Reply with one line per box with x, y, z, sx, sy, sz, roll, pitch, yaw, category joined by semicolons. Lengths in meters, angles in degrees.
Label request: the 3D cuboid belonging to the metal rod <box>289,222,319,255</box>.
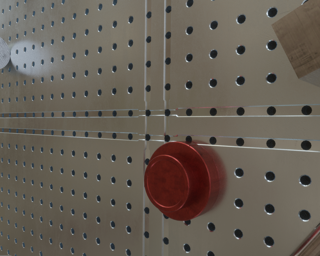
0.178;0.055;0.262;0.025;0.025;0.298;43;116;31;metal rod

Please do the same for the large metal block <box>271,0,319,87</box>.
0.151;-0.076;0.249;0.080;0.081;0.050;-30;71;35;large metal block

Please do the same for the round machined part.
0.019;0.065;0.381;0.098;0.042;0.097;0;90;39;round machined part

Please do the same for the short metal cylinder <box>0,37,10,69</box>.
-0.384;-0.165;0.685;0.050;0.081;0.079;-1;90;40;short metal cylinder
